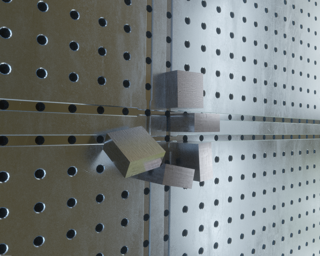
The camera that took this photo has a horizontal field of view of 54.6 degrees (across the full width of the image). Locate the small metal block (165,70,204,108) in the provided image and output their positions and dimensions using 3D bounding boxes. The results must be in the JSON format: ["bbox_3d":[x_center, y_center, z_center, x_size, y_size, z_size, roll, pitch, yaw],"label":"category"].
[{"bbox_3d":[0.035,-0.053,0.437,0.050,0.025,0.050,-2,91,-40],"label":"small metal block"}]

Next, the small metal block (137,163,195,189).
[{"bbox_3d":[0.008,0.060,0.398,0.050,0.050,0.025,17,80,-39],"label":"small metal block"}]

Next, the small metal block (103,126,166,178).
[{"bbox_3d":[-0.031,0.026,0.363,0.050,0.050,0.025,-13,136,-39],"label":"small metal block"}]

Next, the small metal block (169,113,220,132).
[{"bbox_3d":[0.047,-0.007,0.431,0.050,0.050,0.025,0,91,-40],"label":"small metal block"}]

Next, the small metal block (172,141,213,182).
[{"bbox_3d":[0.045,0.044,0.429,0.025,0.050,0.050,-6,94,-40],"label":"small metal block"}]
